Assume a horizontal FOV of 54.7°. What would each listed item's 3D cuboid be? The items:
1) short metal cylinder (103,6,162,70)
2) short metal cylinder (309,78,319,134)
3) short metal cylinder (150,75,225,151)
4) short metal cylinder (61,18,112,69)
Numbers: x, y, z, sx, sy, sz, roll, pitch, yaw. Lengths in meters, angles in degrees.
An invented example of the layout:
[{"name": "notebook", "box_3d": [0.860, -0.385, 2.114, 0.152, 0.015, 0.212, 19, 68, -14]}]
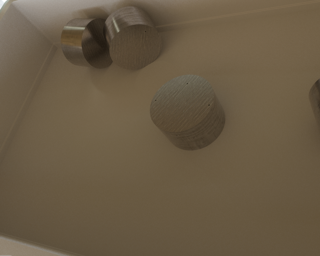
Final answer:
[{"name": "short metal cylinder", "box_3d": [-0.043, -0.137, 0.477, 0.080, 0.080, 0.050, -29, 52, 10]}, {"name": "short metal cylinder", "box_3d": [0.186, -0.018, 0.284, 0.080, 0.080, 0.050, -14, 56, 21]}, {"name": "short metal cylinder", "box_3d": [0.035, -0.019, 0.383, 0.080, 0.050, 0.080, -13, 56, 21]}, {"name": "short metal cylinder", "box_3d": [-0.117, -0.142, 0.519, 0.050, 0.080, 0.080, 14, 69, 34]}]
